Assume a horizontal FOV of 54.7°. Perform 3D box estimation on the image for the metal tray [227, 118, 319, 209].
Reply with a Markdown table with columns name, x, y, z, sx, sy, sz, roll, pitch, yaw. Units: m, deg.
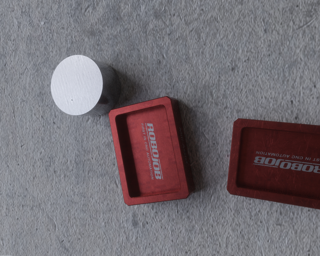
| name | x | y | z | sx | sy | sz | roll | pitch | yaw |
| --- | --- | --- | --- | --- | --- | --- | --- | --- | --- |
| metal tray | 0.148 | 0.039 | 0.353 | 0.130 | 0.030 | 0.089 | 6 | 92 | 19 |

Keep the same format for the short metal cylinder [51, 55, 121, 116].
| name | x | y | z | sx | sy | sz | roll | pitch | yaw |
| --- | --- | --- | --- | --- | --- | --- | --- | --- | --- |
| short metal cylinder | -0.102 | -0.057 | 0.432 | 0.080 | 0.050 | 0.079 | 0 | 90 | 20 |

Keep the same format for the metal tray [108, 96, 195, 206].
| name | x | y | z | sx | sy | sz | roll | pitch | yaw |
| --- | --- | --- | --- | --- | --- | --- | --- | --- | --- |
| metal tray | -0.012 | 0.031 | 0.410 | 0.090 | 0.030 | 0.129 | -12 | 86 | 19 |
